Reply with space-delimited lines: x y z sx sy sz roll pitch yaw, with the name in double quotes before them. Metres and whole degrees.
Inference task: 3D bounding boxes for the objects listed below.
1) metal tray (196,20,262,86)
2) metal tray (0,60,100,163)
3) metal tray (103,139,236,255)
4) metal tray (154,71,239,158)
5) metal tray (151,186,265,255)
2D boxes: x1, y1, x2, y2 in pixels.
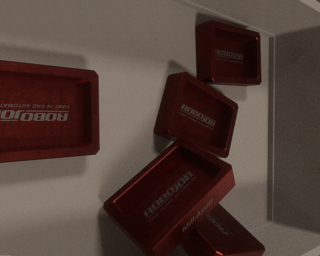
"metal tray" 0.114 -0.116 0.501 0.131 0.030 0.089 -4 93 -40
"metal tray" -0.124 -0.015 0.300 0.131 0.030 0.089 -2 91 -40
"metal tray" 0.012 0.076 0.358 0.131 0.090 0.030 -40 133 -22
"metal tray" 0.058 -0.015 0.454 0.131 0.030 0.090 23 75 -38
"metal tray" 0.053 0.118 0.385 0.091 0.130 0.030 14 108 -40
